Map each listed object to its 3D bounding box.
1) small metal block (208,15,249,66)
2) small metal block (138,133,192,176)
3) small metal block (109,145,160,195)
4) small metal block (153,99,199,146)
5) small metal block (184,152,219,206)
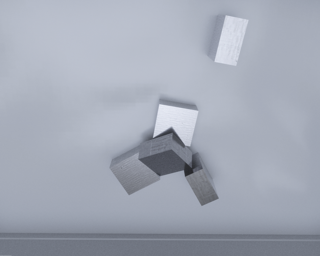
[{"bbox_3d":[0.077,-0.103,0.361,0.025,0.050,0.050,10,110,-4],"label":"small metal block"},{"bbox_3d":[0.008,0.036,0.407,0.050,0.025,0.050,-19,137,28],"label":"small metal block"},{"bbox_3d":[-0.034,0.058,0.432,0.050,0.025,0.050,-28,108,9],"label":"small metal block"},{"bbox_3d":[0.019,-0.007,0.409,0.050,0.025,0.050,9,110,-4],"label":"small metal block"},{"bbox_3d":[0.055,0.069,0.424,0.025,0.050,0.050,-26,108,9],"label":"small metal block"}]
